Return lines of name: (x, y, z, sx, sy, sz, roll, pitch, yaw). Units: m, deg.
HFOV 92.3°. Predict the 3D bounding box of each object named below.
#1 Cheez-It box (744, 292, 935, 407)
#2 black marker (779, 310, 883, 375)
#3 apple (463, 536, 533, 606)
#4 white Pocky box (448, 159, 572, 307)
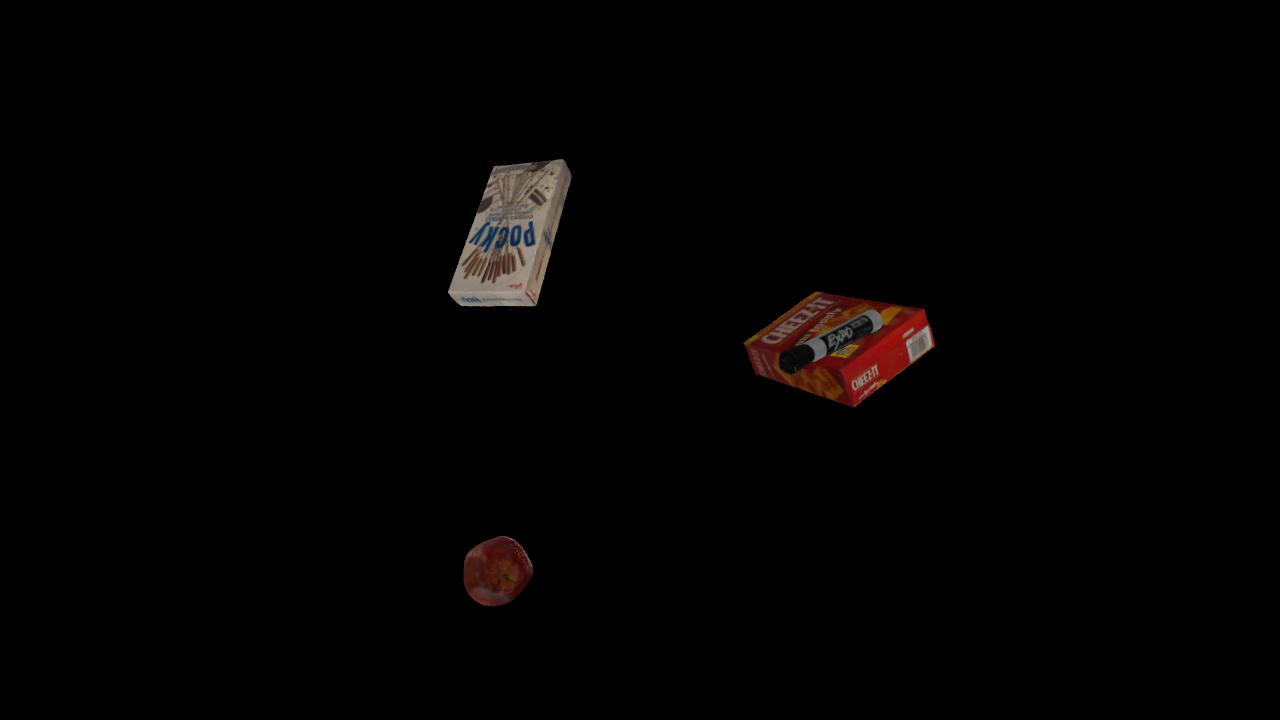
Cheez-It box: (0.287, -0.025, 0.917, 0.166, 0.071, 0.223, -33, 23, -16)
black marker: (0.152, -0.015, 0.488, 0.121, 0.020, 0.020, -22, 13, -34)
apple: (-0.164, 0.245, 0.713, 0.079, 0.079, 0.093, 0, -15, -24)
white Pocky box: (-0.121, -0.122, 0.586, 0.084, 0.154, 0.028, 2, -26, 20)
